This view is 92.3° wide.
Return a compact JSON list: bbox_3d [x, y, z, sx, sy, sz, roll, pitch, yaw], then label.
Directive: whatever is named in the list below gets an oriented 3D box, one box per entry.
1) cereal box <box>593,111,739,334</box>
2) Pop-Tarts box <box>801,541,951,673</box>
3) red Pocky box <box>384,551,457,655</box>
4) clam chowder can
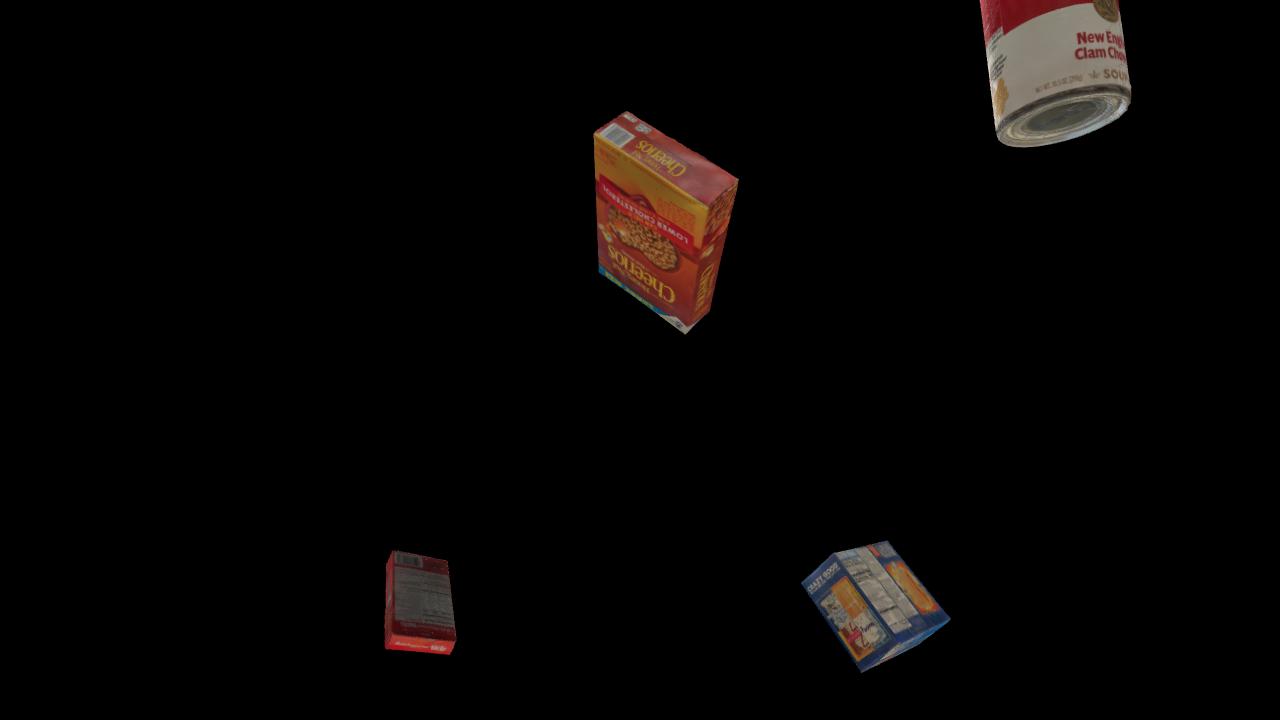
[{"bbox_3d":[0.028,-0.193,0.939,0.203,0.081,0.306,38,-25,18],"label":"cereal box"},{"bbox_3d":[0.348,0.357,0.908,0.167,0.083,0.141,7,38,-42],"label":"Pop-Tarts box"},{"bbox_3d":[-0.290,0.316,0.808,0.083,0.028,0.155,23,12,-28],"label":"red Pocky box"},{"bbox_3d":[0.243,-0.188,0.364,0.068,0.102,0.068,-3,-6,0],"label":"clam chowder can"}]
